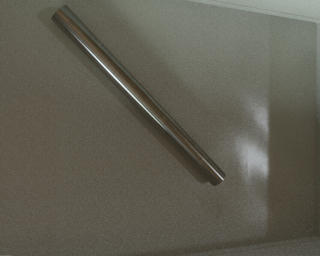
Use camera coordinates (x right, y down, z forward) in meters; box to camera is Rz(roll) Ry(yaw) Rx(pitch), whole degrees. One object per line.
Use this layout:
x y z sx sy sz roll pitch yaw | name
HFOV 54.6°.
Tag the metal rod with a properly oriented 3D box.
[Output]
-0.018 -0.032 0.403 0.300 0.025 0.025 46 76 -14 | metal rod
